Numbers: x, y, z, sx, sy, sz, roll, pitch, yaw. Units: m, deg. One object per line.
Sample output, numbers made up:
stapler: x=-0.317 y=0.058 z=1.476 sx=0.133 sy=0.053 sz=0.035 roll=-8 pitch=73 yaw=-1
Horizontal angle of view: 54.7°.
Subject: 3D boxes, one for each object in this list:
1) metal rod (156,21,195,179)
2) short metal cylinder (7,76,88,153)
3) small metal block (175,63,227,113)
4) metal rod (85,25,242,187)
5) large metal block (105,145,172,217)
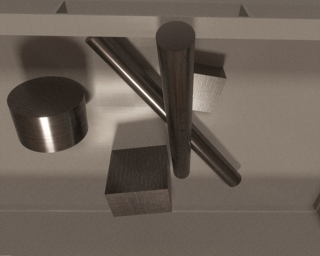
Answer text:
metal rod: x=0.021 y=0.003 z=0.332 sx=0.025 sy=0.025 sz=0.299 roll=-4 pitch=155 yaw=3
short metal cylinder: x=-0.126 y=-0.017 z=0.356 sx=0.081 sy=0.080 sz=0.050 roll=2 pitch=130 yaw=-3
small metal block: x=0.045 y=-0.048 z=0.369 sx=0.050 sy=0.025 sz=0.050 roll=8 pitch=130 yaw=-7
metal rod: x=0.023 y=-0.009 z=0.401 sx=0.025 sy=0.025 sz=0.300 roll=-31 pitch=124 yaw=23
large metal block: x=-0.027 y=0.073 z=0.435 sx=0.080 sy=0.080 sz=0.050 roll=-6 pitch=130 yaw=4
